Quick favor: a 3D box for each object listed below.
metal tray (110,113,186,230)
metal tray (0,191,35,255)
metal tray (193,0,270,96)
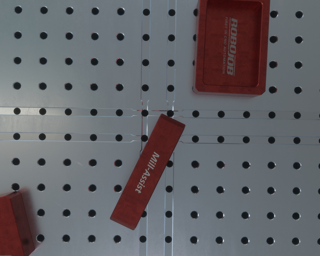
[{"bbox_3d":[-0.013,0.048,0.380,0.030,0.090,0.130,26,90,0],"label":"metal tray"},{"bbox_3d":[-0.245,0.144,0.410,0.131,0.030,0.090,-14,90,0],"label":"metal tray"},{"bbox_3d":[0.093,-0.109,0.411,0.090,0.030,0.129,3,90,0],"label":"metal tray"}]
